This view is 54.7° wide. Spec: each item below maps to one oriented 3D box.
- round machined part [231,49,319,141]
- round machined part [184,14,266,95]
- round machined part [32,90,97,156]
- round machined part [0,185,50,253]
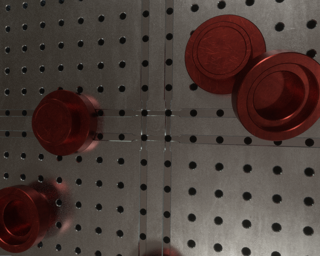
[{"bbox_3d":[0.128,-0.038,0.344,0.099,0.042,0.097,-1,112,-3],"label":"round machined part"},{"bbox_3d":[0.077,-0.090,0.376,0.098,0.042,0.097,0,90,19],"label":"round machined part"},{"bbox_3d":[-0.146,-0.008,0.454,0.098,0.042,0.097,0,90,19],"label":"round machined part"},{"bbox_3d":[-0.211,0.136,0.476,0.098,0.042,0.097,0,90,19],"label":"round machined part"}]
